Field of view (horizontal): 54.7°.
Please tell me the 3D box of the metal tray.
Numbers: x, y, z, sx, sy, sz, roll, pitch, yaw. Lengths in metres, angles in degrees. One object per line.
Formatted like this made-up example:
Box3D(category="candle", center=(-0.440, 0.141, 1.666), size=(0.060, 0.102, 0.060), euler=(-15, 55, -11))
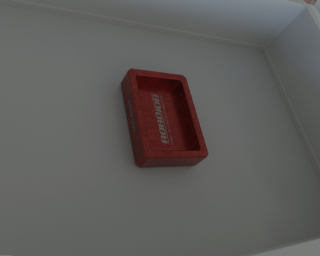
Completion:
Box3D(category="metal tray", center=(0.004, -0.014, 0.411), size=(0.091, 0.030, 0.130), euler=(2, 61, -28))
